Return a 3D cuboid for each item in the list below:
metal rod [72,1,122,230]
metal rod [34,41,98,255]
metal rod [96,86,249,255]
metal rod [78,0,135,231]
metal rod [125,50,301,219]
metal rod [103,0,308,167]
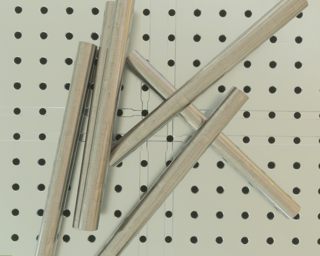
[{"bbox_3d":[-0.082,-0.016,0.412,0.025,0.025,0.298,9,90,0],"label":"metal rod"},{"bbox_3d":[-0.126,0.035,0.412,0.025,0.025,0.299,12,90,0],"label":"metal rod"},{"bbox_3d":[0.007,0.073,0.397,0.025,0.025,0.299,38,96,0],"label":"metal rod"},{"bbox_3d":[-0.066,-0.022,0.391,0.025,0.025,0.299,9,89,0],"label":"metal rod"},{"bbox_3d":[0.069,0.009,0.413,0.300,0.025,0.025,44,90,0],"label":"metal rod"},{"bbox_3d":[0.045,-0.051,0.380,0.300,0.025,0.025,-40,90,13],"label":"metal rod"}]
